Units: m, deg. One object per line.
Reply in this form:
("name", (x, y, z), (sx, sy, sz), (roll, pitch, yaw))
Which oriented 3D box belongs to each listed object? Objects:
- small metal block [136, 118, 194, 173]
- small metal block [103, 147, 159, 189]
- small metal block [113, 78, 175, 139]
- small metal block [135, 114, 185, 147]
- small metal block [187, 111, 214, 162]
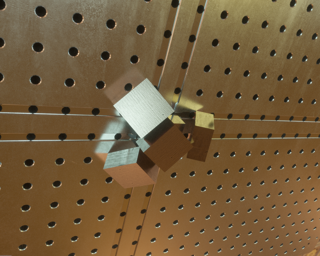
("small metal block", (0.007, 0.021, 0.394), (0.050, 0.025, 0.050), (-42, 130, 0))
("small metal block", (-0.037, 0.053, 0.407), (0.050, 0.025, 0.050), (-14, 135, 26))
("small metal block", (-0.019, -0.023, 0.370), (0.050, 0.025, 0.050), (-40, 94, -1))
("small metal block", (0.000, 0.009, 0.416), (0.050, 0.025, 0.050), (1, 120, -29))
("small metal block", (0.056, 0.011, 0.428), (0.025, 0.050, 0.050), (13, 116, 2))
